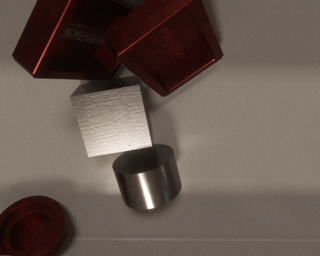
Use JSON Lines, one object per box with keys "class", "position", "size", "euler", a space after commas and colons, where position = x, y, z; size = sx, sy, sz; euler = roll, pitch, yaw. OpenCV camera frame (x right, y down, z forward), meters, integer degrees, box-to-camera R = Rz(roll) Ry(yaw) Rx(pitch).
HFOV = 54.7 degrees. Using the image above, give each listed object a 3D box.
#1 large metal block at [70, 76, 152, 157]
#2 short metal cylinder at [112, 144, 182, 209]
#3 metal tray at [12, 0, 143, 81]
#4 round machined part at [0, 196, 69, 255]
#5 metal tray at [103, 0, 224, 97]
{"class": "large metal block", "position": [-0.056, -0.016, 0.389], "size": [0.080, 0.050, 0.079], "euler": [-10, 113, 3]}
{"class": "short metal cylinder", "position": [-0.016, 0.061, 0.404], "size": [0.080, 0.080, 0.050], "euler": [-12, 110, 4]}
{"class": "metal tray", "position": [-0.073, -0.094, 0.317], "size": [0.030, 0.131, 0.090], "euler": [40, 110, 14]}
{"class": "round machined part", "position": [-0.177, 0.148, 0.431], "size": [0.099, 0.098, 0.042], "euler": [-4, 138, 1]}
{"class": "metal tray", "position": [0.012, -0.086, 0.328], "size": [0.090, 0.130, 0.030], "euler": [-34, 70, 11]}
